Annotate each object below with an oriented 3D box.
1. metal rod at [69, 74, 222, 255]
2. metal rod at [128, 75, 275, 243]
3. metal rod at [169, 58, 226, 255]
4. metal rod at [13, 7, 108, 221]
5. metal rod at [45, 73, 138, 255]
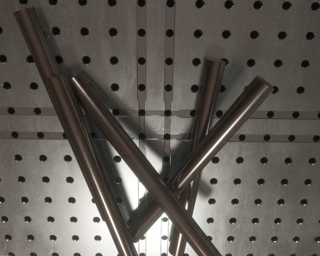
[{"bbox_3d":[-0.018,0.058,0.400,0.025,0.025,0.299,-37,94,12],"label":"metal rod"},{"bbox_3d":[0.038,0.057,0.409,0.025,0.025,0.298,31,116,-11],"label":"metal rod"},{"bbox_3d":[0.048,0.054,0.434,0.025,0.025,0.298,8,110,-3],"label":"metal rod"},{"bbox_3d":[-0.116,-0.003,0.410,0.025,0.025,0.298,-16,110,5],"label":"metal rod"},{"bbox_3d":[-0.081,0.073,0.414,0.025,0.025,0.298,-15,110,5],"label":"metal rod"}]
